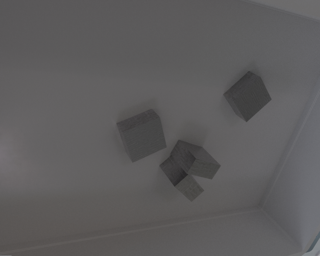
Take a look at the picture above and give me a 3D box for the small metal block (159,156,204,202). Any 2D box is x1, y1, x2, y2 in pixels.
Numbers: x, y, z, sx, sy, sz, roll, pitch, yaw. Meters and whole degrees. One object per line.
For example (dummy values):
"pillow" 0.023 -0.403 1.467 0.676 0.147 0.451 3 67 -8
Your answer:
"small metal block" 0.032 0.074 0.455 0.025 0.050 0.050 -42 129 1

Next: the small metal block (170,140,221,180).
"small metal block" 0.051 0.046 0.448 0.050 0.050 0.025 18 109 -35

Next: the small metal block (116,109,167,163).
"small metal block" -0.023 0.010 0.402 0.050 0.025 0.050 -24 127 -14

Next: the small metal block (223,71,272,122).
"small metal block" 0.128 -0.045 0.450 0.050 0.025 0.050 -43 130 1
